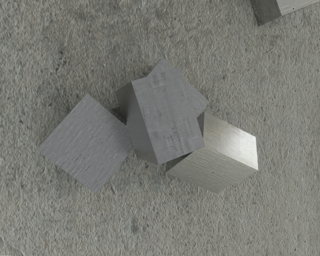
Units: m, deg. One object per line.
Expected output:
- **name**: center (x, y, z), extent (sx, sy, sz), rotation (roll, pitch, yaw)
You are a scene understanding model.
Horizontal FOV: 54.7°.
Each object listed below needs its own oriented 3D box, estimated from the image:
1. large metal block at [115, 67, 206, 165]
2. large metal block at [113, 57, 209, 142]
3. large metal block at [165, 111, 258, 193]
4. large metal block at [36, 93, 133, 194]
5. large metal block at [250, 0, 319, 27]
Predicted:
- **large metal block**: center (-0.004, -0.011, 0.325), extent (0.050, 0.080, 0.080), rotation (-20, 96, -18)
- **large metal block**: center (0.000, -0.028, 0.395), extent (0.080, 0.050, 0.080), rotation (43, 77, -14)
- **large metal block**: center (0.065, 0.034, 0.396), extent (0.080, 0.080, 0.050), rotation (25, 49, -19)
- **large metal block**: center (-0.084, 0.017, 0.365), extent (0.080, 0.050, 0.080), rotation (42, 77, -15)
- **large metal block**: center (0.181, -0.209, 0.462), extent (0.081, 0.050, 0.080), rotation (-25, 99, -18)
